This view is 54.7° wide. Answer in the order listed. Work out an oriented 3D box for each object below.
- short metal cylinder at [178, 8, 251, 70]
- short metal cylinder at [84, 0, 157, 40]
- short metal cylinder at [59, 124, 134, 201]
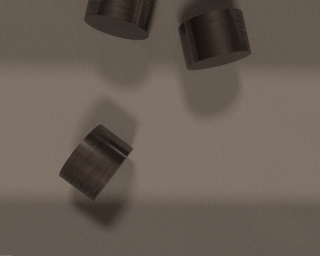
[{"bbox_3d":[0.067,-0.107,0.385,0.080,0.080,0.050,-12,90,0],"label":"short metal cylinder"},{"bbox_3d":[-0.048,-0.147,0.383,0.080,0.080,0.050,13,90,-1],"label":"short metal cylinder"},{"bbox_3d":[-0.077,0.042,0.383,0.050,0.080,0.080,37,90,-1],"label":"short metal cylinder"}]
